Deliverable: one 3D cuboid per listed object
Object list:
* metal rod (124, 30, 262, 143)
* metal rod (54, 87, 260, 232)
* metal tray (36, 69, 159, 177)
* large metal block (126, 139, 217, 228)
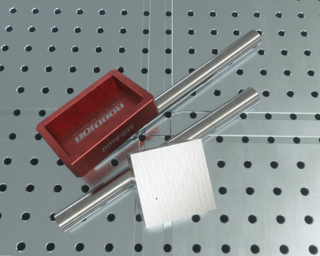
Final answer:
[{"bbox_3d":[0.024,-0.048,0.429,0.301,0.025,0.025,-36,74,-13],"label":"metal rod"},{"bbox_3d":[0.005,0.034,0.399,0.301,0.025,0.025,-33,74,-12],"label":"metal rod"},{"bbox_3d":[-0.079,-0.011,0.393,0.130,0.030,0.090,-40,53,-16],"label":"metal tray"},{"bbox_3d":[0.011,0.060,0.360,0.081,0.050,0.080,-12,89,-12],"label":"large metal block"}]
